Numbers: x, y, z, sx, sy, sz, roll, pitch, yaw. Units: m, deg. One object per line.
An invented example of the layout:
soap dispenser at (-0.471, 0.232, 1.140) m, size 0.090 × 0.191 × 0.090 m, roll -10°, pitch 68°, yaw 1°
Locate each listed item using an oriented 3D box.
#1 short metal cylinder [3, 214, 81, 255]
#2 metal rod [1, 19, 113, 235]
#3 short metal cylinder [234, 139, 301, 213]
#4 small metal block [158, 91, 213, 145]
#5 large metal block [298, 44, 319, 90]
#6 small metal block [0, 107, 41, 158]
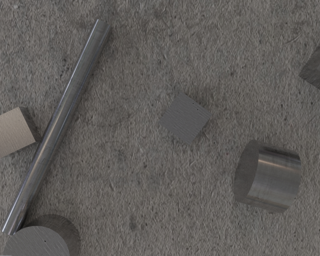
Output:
short metal cylinder at (-0.148, 0.157, 0.396) m, size 0.081 × 0.050 × 0.080 m, roll 0°, pitch 90°, yaw 0°
metal rod at (-0.135, -0.001, 0.408) m, size 0.025 × 0.025 × 0.299 m, roll 24°, pitch 90°, yaw 0°
short metal cylinder at (0.130, 0.059, 0.384) m, size 0.050 × 0.080 × 0.080 m, roll 16°, pitch 90°, yaw 0°
small metal block at (0.033, -0.013, 0.410) m, size 0.050 × 0.025 × 0.050 m, roll 36°, pitch 90°, yaw 0°
large metal block at (0.245, -0.083, 0.400) m, size 0.080 × 0.050 × 0.080 m, roll 34°, pitch 90°, yaw 0°
small metal block at (-0.193, 0.006, 0.408) m, size 0.050 × 0.025 × 0.050 m, roll -26°, pitch 90°, yaw 0°
